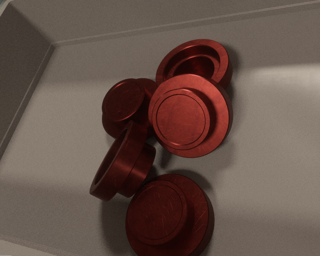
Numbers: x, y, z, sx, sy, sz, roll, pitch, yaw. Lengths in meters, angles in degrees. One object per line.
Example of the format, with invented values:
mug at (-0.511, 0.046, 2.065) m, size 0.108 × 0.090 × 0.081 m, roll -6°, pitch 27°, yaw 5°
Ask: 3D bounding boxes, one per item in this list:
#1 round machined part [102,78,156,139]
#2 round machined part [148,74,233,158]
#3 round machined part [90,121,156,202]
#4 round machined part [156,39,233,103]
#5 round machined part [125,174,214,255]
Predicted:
round machined part at (-0.041, -0.030, 0.430) m, size 0.098 × 0.042 × 0.098 m, roll -14°, pitch 56°, yaw 23°
round machined part at (0.030, -0.012, 0.353) m, size 0.098 × 0.042 × 0.097 m, roll 5°, pitch 103°, yaw 23°
round machined part at (-0.040, 0.043, 0.367) m, size 0.098 × 0.042 × 0.098 m, roll -55°, pitch 13°, yaw 20°
round machined part at (0.047, -0.067, 0.410) m, size 0.098 × 0.042 × 0.098 m, roll -13°, pitch 56°, yaw 20°
round machined part at (0.005, 0.095, 0.333) m, size 0.098 × 0.042 × 0.098 m, roll -13°, pitch 56°, yaw 20°
